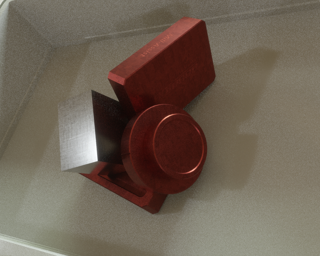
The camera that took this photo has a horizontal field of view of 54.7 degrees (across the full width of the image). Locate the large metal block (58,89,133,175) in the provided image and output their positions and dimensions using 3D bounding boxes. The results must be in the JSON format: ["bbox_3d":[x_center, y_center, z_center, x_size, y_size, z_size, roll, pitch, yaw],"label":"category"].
[{"bbox_3d":[-0.071,0.010,0.368,0.050,0.080,0.080,-17,71,25],"label":"large metal block"}]

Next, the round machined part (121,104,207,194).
[{"bbox_3d":[0.011,0.021,0.332,0.042,0.098,0.098,-17,49,56],"label":"round machined part"}]

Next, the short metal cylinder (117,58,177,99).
[{"bbox_3d":[-0.014,-0.067,0.416,0.080,0.050,0.080,-24,28,14],"label":"short metal cylinder"}]

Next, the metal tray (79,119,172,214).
[{"bbox_3d":[-0.039,0.040,0.394,0.130,0.030,0.090,19,71,35],"label":"metal tray"}]

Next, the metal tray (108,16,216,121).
[{"bbox_3d":[0.009,-0.062,0.374,0.131,0.090,0.030,-42,46,-21],"label":"metal tray"}]
